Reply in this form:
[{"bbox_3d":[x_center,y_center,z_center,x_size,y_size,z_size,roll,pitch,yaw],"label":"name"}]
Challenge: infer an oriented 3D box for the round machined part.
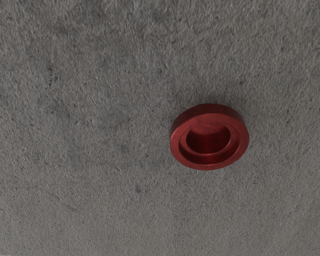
[{"bbox_3d":[0.062,0.007,0.402,0.099,0.042,0.097,0,130,0],"label":"round machined part"}]
